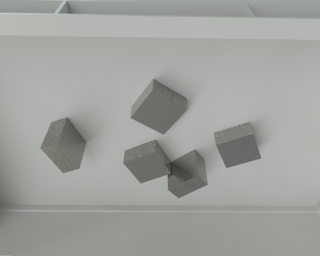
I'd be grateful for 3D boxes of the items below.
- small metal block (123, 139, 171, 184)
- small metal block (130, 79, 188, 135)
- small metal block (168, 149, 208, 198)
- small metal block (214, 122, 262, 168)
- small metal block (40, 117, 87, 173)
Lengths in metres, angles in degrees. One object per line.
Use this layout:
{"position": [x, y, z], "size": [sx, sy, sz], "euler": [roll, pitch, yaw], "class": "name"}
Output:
{"position": [-0.018, 0.050, 0.451], "size": [0.050, 0.025, 0.050], "euler": [-21, 127, 17], "class": "small metal block"}
{"position": [-0.002, -0.025, 0.387], "size": [0.050, 0.025, 0.050], "euler": [27, 125, -22], "class": "small metal block"}
{"position": [0.039, 0.066, 0.449], "size": [0.050, 0.050, 0.025], "euler": [-31, 124, 23], "class": "small metal block"}
{"position": [0.108, 0.024, 0.431], "size": [0.050, 0.025, 0.050], "euler": [-18, 128, 15], "class": "small metal block"}
{"position": [-0.126, 0.023, 0.411], "size": [0.025, 0.050, 0.050], "euler": [-17, 128, 14], "class": "small metal block"}
